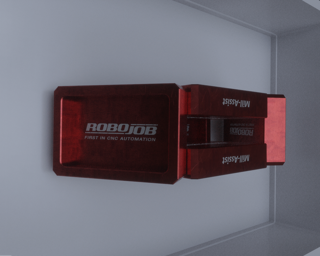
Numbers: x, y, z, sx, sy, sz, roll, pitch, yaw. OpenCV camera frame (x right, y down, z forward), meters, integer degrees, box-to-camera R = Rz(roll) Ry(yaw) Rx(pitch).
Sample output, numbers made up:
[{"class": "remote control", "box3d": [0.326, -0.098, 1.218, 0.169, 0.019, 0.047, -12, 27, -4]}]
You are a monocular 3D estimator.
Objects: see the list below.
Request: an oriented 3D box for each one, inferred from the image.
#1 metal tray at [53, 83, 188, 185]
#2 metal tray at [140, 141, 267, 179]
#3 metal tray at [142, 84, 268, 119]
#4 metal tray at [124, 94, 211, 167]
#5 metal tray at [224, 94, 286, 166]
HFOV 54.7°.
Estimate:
[{"class": "metal tray", "box3d": [-0.041, 0.004, 0.304, 0.030, 0.130, 0.089, 0, 91, -72]}, {"class": "metal tray", "box3d": [0.053, 0.034, 0.367, 0.131, 0.090, 0.030, 0, 90, -40]}, {"class": "metal tray", "box3d": [0.054, -0.027, 0.367, 0.131, 0.090, 0.030, 0, 90, -40]}, {"class": "metal tray", "box3d": [0.014, 0.003, 0.413, 0.131, 0.030, 0.089, -1, 91, -41]}, {"class": "metal tray", "box3d": [0.131, 0.002, 0.447, 0.030, 0.130, 0.089, 1, 90, -10]}]
